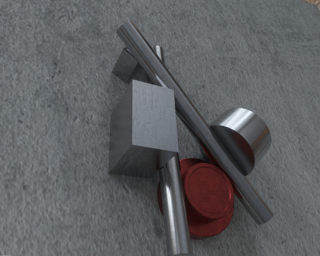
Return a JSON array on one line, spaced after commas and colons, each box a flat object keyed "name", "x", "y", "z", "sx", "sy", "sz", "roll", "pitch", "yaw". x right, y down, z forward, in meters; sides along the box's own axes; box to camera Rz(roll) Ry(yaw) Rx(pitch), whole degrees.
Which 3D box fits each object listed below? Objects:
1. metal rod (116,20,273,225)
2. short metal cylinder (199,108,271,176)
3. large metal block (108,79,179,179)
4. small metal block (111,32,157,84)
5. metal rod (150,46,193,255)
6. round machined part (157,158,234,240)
[{"name": "metal rod", "x": 0.045, "y": -0.006, "z": 0.390, "sx": 0.025, "sy": 0.025, "sz": 0.299, "roll": -38, "pitch": 92, "yaw": -39}, {"name": "short metal cylinder", "x": 0.100, "y": 0.020, "z": 0.414, "sx": 0.080, "sy": 0.080, "sz": 0.050, "roll": 49, "pitch": 51, "yaw": 5}, {"name": "large metal block", "x": -0.022, "y": 0.005, "z": 0.357, "sx": 0.050, "sy": 0.080, "sz": 0.080, "roll": 11, "pitch": 57, "yaw": -23}, {"name": "small metal block", "x": -0.036, "y": -0.097, "z": 0.430, "sx": 0.025, "sy": 0.050, "sz": 0.050, "roll": 39, "pitch": 51, "yaw": -3}, {"name": "metal rod", "x": 0.007, "y": 0.004, "z": 0.388, "sx": 0.025, "sy": 0.025, "sz": 0.299, "roll": 11, "pitch": 51, "yaw": -23}, {"name": "round machined part", "x": 0.050, "y": 0.081, "z": 0.374, "sx": 0.099, "sy": 0.042, "sz": 0.098, "roll": 14, "pitch": 56, "yaw": -21}]
